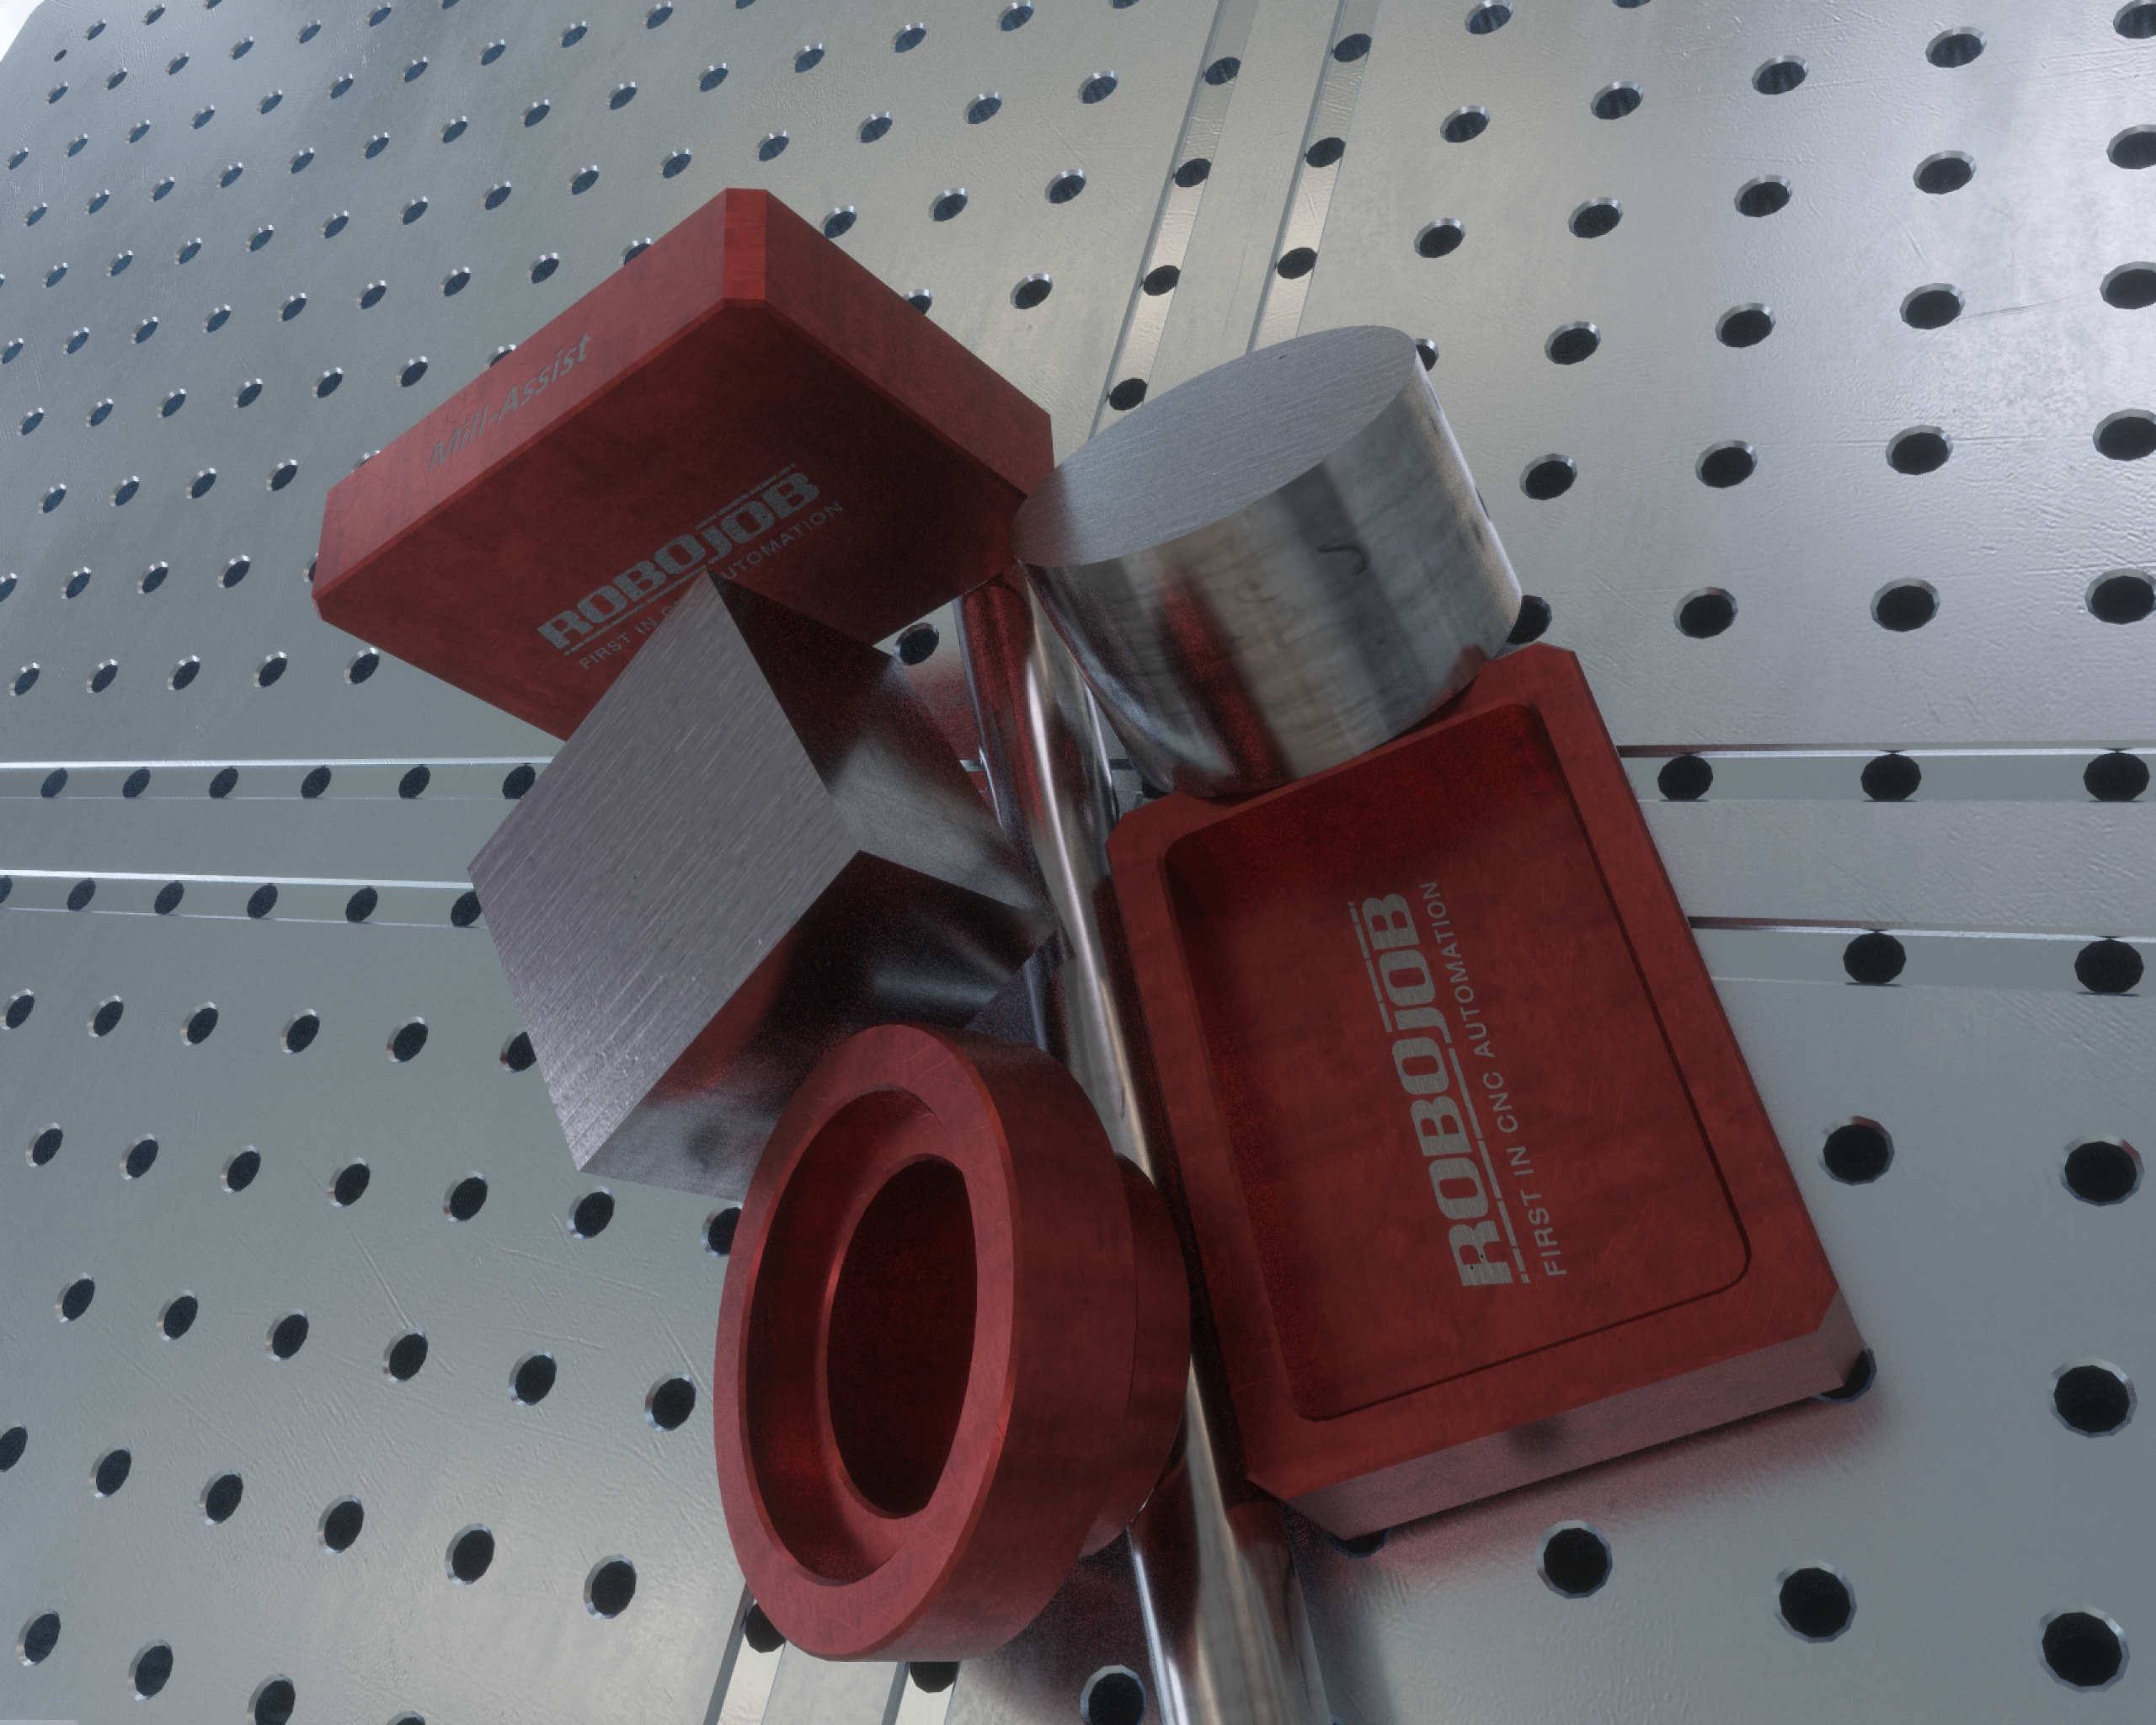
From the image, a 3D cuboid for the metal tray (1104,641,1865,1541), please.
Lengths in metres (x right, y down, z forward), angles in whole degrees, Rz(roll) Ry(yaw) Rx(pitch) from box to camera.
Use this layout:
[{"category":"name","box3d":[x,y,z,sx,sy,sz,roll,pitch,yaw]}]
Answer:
[{"category":"metal tray","box3d":[0.061,0.034,0.347,0.090,0.030,0.130,-22,53,14]}]

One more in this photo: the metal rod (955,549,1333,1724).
[{"category":"metal rod","box3d":[0.003,0.023,0.387,0.025,0.025,0.299,-23,53,14]}]

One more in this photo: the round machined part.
[{"category":"round machined part","box3d":[-0.018,0.077,0.337,0.098,0.042,0.098,-27,56,50]}]

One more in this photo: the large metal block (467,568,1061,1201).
[{"category":"large metal block","box3d":[-0.062,0.006,0.393,0.080,0.050,0.080,-48,49,18]}]

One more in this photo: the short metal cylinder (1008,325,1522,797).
[{"category":"short metal cylinder","box3d":[0.034,-0.056,0.385,0.080,0.050,0.080,-24,27,13]}]

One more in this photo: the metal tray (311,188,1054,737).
[{"category":"metal tray","box3d":[-0.081,-0.071,0.430,0.130,0.090,0.030,-25,53,31]}]
